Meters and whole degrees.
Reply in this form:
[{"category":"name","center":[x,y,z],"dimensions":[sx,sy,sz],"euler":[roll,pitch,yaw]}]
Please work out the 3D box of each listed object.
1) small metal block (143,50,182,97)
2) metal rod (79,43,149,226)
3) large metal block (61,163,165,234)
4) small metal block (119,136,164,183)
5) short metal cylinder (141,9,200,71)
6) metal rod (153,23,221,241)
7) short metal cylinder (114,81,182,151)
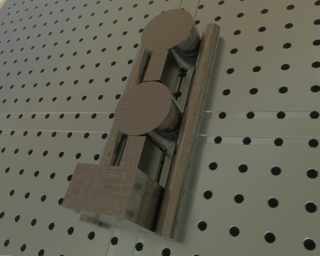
[{"category":"small metal block","center":[0.005,-0.072,0.432],"dimensions":[0.025,0.050,0.050],"euler":[1,62,29]},{"category":"metal rod","center":[-0.052,-0.014,0.443],"dimensions":[0.025,0.025,0.300],"euler":[1,62,29]},{"category":"large metal block","center":[-0.046,0.080,0.348],"dimensions":[0.080,0.080,0.050],"euler":[1,62,28]},{"category":"small metal block","center":[-0.022,0.043,0.377],"dimensions":[0.025,0.050,0.050],"euler":[0,62,28]},{"category":"short metal cylinder","center":[0.019,-0.129,0.461],"dimensions":[0.080,0.050,0.080],"euler":[-13,56,21]},{"category":"metal rod","center":[0.041,-0.014,0.394],"dimensions":[0.025,0.025,0.300],"euler":[1,62,29]},{"category":"short metal cylinder","center":[-0.012,-0.014,0.407],"dimensions":[0.080,0.050,0.080],"euler":[-13,56,21]}]
